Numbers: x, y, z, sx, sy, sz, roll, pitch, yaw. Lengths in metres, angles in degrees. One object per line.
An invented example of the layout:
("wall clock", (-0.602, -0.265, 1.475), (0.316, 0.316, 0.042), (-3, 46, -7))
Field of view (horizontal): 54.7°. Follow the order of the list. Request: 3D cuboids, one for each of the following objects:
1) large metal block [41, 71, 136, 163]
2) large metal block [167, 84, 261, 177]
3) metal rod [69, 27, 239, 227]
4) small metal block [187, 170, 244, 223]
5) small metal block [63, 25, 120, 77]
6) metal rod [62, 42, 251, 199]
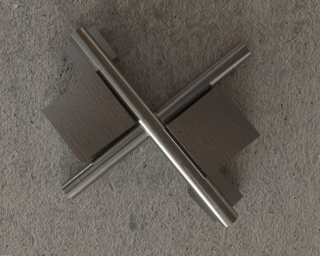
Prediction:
("large metal block", (-0.086, -0.013, 0.396), (0.080, 0.050, 0.080), (-37, 90, 0))
("large metal block", (0.065, 0.003, 0.399), (0.080, 0.050, 0.080), (-39, 90, 0))
("metal rod", (-0.007, -0.001, 0.385), (0.025, 0.025, 0.300), (-39, 90, 0))
("small metal block", (0.073, 0.087, 0.412), (0.050, 0.025, 0.050), (-43, 90, 0))
("small metal block", (-0.090, -0.098, 0.411), (0.050, 0.025, 0.050), (-37, 90, 0))
("metal rod", (-0.004, -0.010, 0.412), (0.300, 0.025, 0.025), (-39, 90, 0))
